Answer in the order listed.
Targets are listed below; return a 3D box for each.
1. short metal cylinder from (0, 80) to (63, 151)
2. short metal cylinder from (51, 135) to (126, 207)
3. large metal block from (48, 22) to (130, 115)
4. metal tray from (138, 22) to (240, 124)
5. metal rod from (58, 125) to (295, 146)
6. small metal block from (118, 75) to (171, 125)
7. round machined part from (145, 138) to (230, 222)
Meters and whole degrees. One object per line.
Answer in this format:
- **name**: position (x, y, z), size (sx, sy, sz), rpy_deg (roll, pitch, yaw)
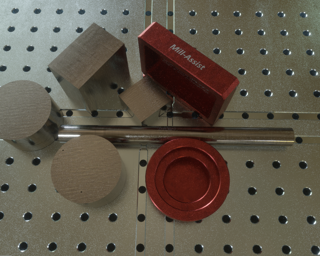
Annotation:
- **short metal cylinder**: position (-0.173, -0.015, 0.402), size (0.081, 0.050, 0.080), rpy_deg (0, 70, 0)
- **short metal cylinder**: position (-0.084, 0.054, 0.377), size (0.081, 0.050, 0.080), rpy_deg (0, 70, 0)
- **large metal block**: position (-0.088, -0.075, 0.410), size (0.050, 0.080, 0.080), rpy_deg (37, 74, 12)
- **metal tray**: position (0.032, -0.068, 0.402), size (0.130, 0.090, 0.030), rpy_deg (38, 75, 13)
- **metal rod**: position (0.021, 0.010, 0.408), size (0.302, 0.025, 0.025), rpy_deg (1, 70, 0)
- **small metal block**: position (-0.020, -0.036, 0.425), size (0.050, 0.025, 0.050), rpy_deg (-37, 74, -13)
- **round machined part**: position (0.032, 0.064, 0.379), size (0.099, 0.042, 0.098), rpy_deg (0, 70, 0)
